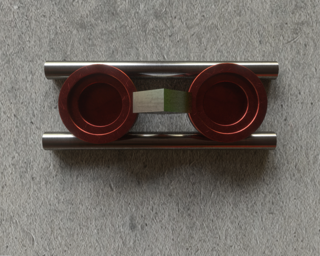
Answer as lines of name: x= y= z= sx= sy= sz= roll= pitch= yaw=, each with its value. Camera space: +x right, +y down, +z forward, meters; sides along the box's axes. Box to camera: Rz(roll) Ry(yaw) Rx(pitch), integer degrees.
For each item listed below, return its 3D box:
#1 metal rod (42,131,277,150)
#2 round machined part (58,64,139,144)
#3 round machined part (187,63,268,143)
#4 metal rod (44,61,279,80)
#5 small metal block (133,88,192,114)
metal rod: x=0.000 y=0.017 z=0.411 sx=0.302 sy=0.025 sz=0.025 roll=0 pitch=90 yaw=0
round machined part: x=-0.075 y=-0.030 z=0.398 sx=0.099 sy=0.042 sz=0.097 roll=0 pitch=90 yaw=0
round machined part: x=0.082 y=-0.031 z=0.398 sx=0.099 sy=0.042 sz=0.097 roll=0 pitch=90 yaw=0
metal rod: x=0.002 y=-0.077 z=0.411 sx=0.302 sy=0.025 sz=0.025 roll=0 pitch=90 yaw=0
small metal block: x=0.003 y=-0.030 z=0.372 sx=0.050 sy=0.050 sz=0.025 roll=0 pitch=89 yaw=43
